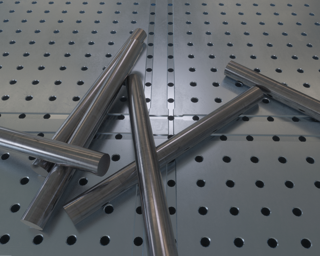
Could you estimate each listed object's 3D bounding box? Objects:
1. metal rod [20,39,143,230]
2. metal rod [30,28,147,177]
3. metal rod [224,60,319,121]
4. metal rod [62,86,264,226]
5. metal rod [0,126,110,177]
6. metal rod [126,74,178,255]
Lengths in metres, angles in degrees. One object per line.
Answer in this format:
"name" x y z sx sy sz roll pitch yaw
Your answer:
"metal rod" -0.086 -0.015 0.406 0.025 0.025 0.300 14 55 12
"metal rod" -0.088 -0.057 0.455 0.025 0.025 0.301 16 52 13
"metal rod" 0.224 -0.021 0.426 0.300 0.025 0.025 32 57 24
"metal rod" 0.021 0.022 0.389 0.302 0.025 0.025 -31 57 -24
"metal rod" -0.197 0.009 0.374 0.301 0.025 0.025 12 51 19
"metal rod" -0.017 0.024 0.354 0.025 0.025 0.300 -7 40 -6
